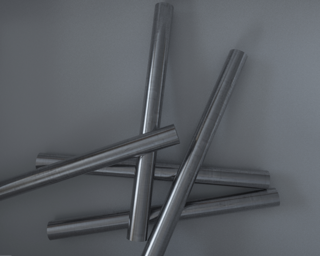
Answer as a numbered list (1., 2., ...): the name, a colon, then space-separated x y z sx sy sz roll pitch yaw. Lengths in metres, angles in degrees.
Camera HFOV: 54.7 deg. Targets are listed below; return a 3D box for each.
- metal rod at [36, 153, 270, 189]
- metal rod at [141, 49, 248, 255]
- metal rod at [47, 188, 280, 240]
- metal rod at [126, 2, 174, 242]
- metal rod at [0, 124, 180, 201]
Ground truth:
1. metal rod: -0.008 0.057 0.410 0.302 0.025 0.025 5 90 -1
2. metal rod: 0.043 0.037 0.391 0.025 0.025 0.299 24 82 -1
3. metal rod: 0.005 0.113 0.410 0.302 0.025 0.025 -8 90 -1
4. metal rod: -0.011 -0.013 0.393 0.025 0.025 0.298 7 84 -1
5. metal rod: -0.122 0.053 0.383 0.301 0.025 0.025 -18 90 5
